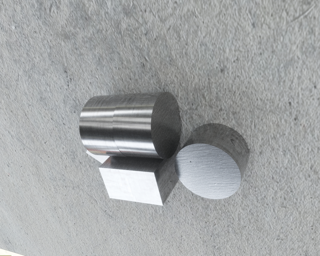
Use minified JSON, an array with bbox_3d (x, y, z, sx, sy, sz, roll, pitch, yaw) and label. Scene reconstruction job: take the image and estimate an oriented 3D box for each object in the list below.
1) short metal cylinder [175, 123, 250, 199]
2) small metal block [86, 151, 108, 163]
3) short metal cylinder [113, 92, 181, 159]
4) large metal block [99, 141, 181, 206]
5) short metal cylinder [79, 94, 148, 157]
[{"bbox_3d":[0.065,0.040,0.382,0.080,0.050,0.079,13,124,21],"label":"short metal cylinder"},{"bbox_3d":[-0.078,0.028,0.468,0.050,0.025,0.050,33,129,6],"label":"small metal block"},{"bbox_3d":[-0.013,-0.003,0.378,0.050,0.080,0.080,1,119,28],"label":"short metal cylinder"},{"bbox_3d":[-0.021,0.054,0.418,0.080,0.080,0.050,1,119,28],"label":"large metal block"},{"bbox_3d":[-0.058,-0.003,0.402,0.050,0.080,0.080,1,119,28],"label":"short metal cylinder"}]
